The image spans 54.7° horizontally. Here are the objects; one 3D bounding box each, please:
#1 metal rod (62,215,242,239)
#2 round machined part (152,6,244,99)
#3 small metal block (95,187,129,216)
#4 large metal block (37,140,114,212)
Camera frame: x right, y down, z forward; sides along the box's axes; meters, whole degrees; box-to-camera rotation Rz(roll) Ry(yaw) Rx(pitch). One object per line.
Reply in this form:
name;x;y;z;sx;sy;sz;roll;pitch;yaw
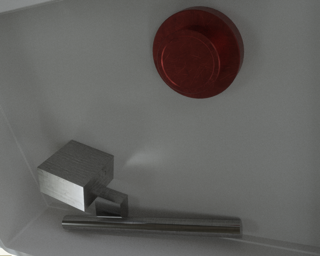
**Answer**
metal rod;-0.025;0.154;0.491;0.301;0.025;0.025;-5;116;21
round machined part;0.036;-0.075;0.331;0.098;0.042;0.097;13;124;20
small metal block;-0.083;0.133;0.533;0.050;0.025;0.050;15;125;19
large metal block;-0.128;0.071;0.482;0.080;0.080;0.050;19;126;17
